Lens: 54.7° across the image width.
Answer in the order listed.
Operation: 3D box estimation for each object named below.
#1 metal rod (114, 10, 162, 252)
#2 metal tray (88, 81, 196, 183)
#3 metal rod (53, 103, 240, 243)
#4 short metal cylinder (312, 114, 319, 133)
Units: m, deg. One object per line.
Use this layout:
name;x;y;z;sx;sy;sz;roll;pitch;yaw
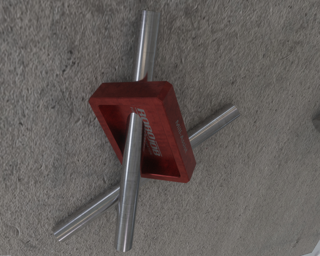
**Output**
metal rod;-0.030;0.018;0.372;0.025;0.025;0.298;-2;110;-28
metal tray;-0.016;0.008;0.362;0.030;0.090;0.129;-62;144;-41
metal rod;-0.015;0.059;0.435;0.301;0.025;0.025;-35;129;-5
short metal cylinder;0.320;-0.004;0.544;0.050;0.080;0.080;-46;129;4
